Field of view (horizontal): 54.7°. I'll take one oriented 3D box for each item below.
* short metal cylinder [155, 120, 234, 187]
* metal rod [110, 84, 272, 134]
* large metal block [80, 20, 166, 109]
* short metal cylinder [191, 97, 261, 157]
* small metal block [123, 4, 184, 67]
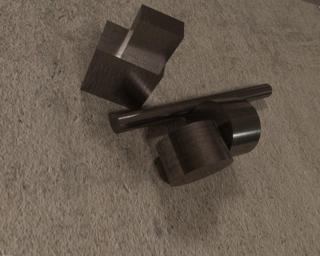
[{"bbox_3d":[0.041,0.032,0.373,0.081,0.080,0.050,-9,66,-32],"label":"short metal cylinder"},{"bbox_3d":[0.067,-0.036,0.463,0.303,0.025,0.025,-14,69,-34],"label":"metal rod"},{"bbox_3d":[-0.046,-0.074,0.390,0.080,0.080,0.050,21,54,-16],"label":"large metal block"},{"bbox_3d":[0.087,0.000,0.417,0.050,0.080,0.080,-9,66,-32],"label":"short metal cylinder"},{"bbox_3d":[-0.007,-0.101,0.344,0.050,0.050,0.025,17,55,-19],"label":"small metal block"}]
